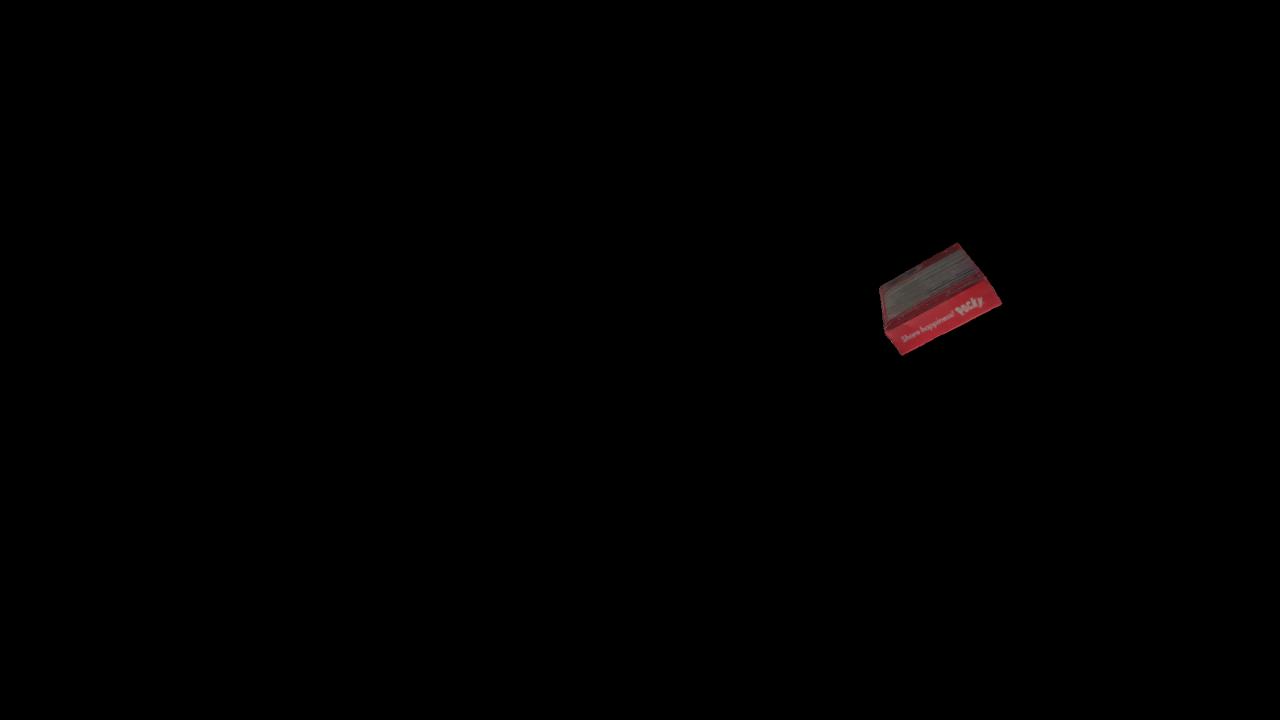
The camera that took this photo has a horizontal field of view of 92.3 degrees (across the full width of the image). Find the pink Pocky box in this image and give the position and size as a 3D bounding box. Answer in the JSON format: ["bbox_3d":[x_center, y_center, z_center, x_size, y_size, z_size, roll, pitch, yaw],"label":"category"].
[{"bbox_3d":[0.260,-0.058,0.548,0.084,0.029,0.155,-33,6,27],"label":"pink Pocky box"}]
